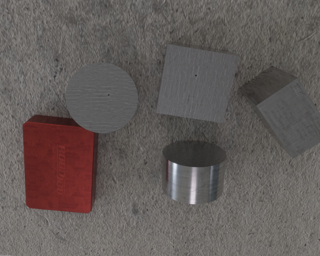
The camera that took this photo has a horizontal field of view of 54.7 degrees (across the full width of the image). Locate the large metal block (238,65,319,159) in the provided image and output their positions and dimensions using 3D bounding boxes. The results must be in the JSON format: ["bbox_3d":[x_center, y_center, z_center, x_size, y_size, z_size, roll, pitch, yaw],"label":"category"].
[{"bbox_3d":[0.147,-0.022,0.374,0.050,0.080,0.080,-36,107,12],"label":"large metal block"}]

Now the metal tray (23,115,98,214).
[{"bbox_3d":[-0.134,0.051,0.425,0.091,0.030,0.129,6,110,-3],"label":"metal tray"}]

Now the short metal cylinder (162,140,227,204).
[{"bbox_3d":[0.043,0.054,0.401,0.081,0.080,0.050,1,110,-1],"label":"short metal cylinder"}]

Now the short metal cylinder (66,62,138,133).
[{"bbox_3d":[-0.067,-0.037,0.373,0.081,0.050,0.079,-1,98,-5],"label":"short metal cylinder"}]

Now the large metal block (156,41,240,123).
[{"bbox_3d":[0.042,-0.057,0.376,0.081,0.050,0.079,9,110,-4],"label":"large metal block"}]
